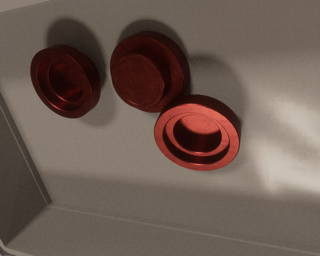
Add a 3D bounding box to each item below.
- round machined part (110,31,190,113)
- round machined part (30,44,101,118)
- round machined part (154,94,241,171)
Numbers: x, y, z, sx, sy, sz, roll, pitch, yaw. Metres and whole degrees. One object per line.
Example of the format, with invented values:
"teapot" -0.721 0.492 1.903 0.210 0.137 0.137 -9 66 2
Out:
"round machined part" -0.018 -0.061 0.368 0.098 0.042 0.097 13 124 20
"round machined part" -0.122 -0.065 0.419 0.098 0.042 0.097 13 124 20
"round machined part" 0.046 0.001 0.366 0.098 0.042 0.097 10 129 12
